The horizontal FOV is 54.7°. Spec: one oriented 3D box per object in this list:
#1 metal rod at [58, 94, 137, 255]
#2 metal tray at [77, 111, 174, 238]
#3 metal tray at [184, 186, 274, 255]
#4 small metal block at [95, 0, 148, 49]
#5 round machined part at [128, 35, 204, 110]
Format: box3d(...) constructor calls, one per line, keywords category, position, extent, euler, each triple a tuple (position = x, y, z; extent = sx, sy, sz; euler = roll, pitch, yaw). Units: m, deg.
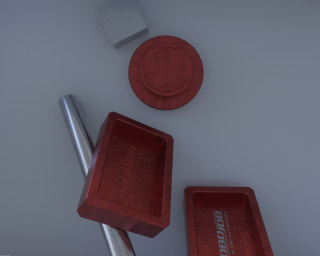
box3d(category="metal rod", position=(-0.062, 0.083, 0.345), extent=(0.025, 0.025, 0.299), euler=(-27, 63, 0))
box3d(category="metal tray", position=(-0.032, 0.049, 0.355), extent=(0.091, 0.130, 0.030), euler=(23, 132, -17))
box3d(category="metal tray", position=(0.077, 0.128, 0.364), extent=(0.091, 0.130, 0.030), euler=(1, 128, -1))
box3d(category="small metal block", position=(-0.050, -0.141, 0.411), extent=(0.050, 0.025, 0.050), euler=(-27, 90, -1))
box3d(category="round machined part", position=(0.008, -0.072, 0.403), extent=(0.099, 0.042, 0.097), euler=(0, 90, -1))
